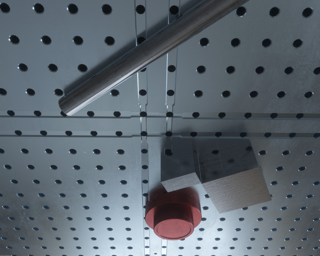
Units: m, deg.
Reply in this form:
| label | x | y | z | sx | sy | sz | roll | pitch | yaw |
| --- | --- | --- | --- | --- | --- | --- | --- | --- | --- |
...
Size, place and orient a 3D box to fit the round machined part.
| label | x | y | z | sx | sy | sz | roll | pitch | yaw |
| --- | --- | --- | --- | --- | --- | --- | --- | --- | --- |
| round machined part | 0.023 | 0.158 | 0.535 | 0.099 | 0.042 | 0.097 | 0 | 130 | 0 |

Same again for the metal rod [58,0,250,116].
| label | x | y | z | sx | sy | sz | roll | pitch | yaw |
| --- | --- | --- | --- | --- | --- | --- | --- | --- | --- |
| metal rod | 0.005 | -0.093 | 0.332 | 0.300 | 0.025 | 0.025 | -29 | 125 | 22 |

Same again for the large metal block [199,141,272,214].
| label | x | y | z | sx | sy | sz | roll | pitch | yaw |
| --- | --- | --- | --- | --- | --- | --- | --- | --- | --- |
| large metal block | 0.111 | 0.076 | 0.461 | 0.080 | 0.050 | 0.080 | -20 | 128 | 16 |

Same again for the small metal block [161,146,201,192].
| label | x | y | z | sx | sy | sz | roll | pitch | yaw |
| --- | --- | --- | --- | --- | --- | --- | --- | --- | --- |
| small metal block | 0.029 | 0.059 | 0.446 | 0.050 | 0.050 | 0.025 | -19 | 128 | 15 |
